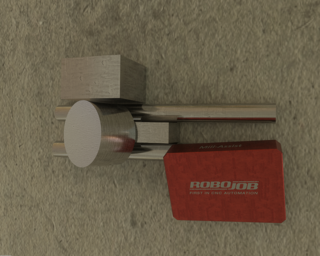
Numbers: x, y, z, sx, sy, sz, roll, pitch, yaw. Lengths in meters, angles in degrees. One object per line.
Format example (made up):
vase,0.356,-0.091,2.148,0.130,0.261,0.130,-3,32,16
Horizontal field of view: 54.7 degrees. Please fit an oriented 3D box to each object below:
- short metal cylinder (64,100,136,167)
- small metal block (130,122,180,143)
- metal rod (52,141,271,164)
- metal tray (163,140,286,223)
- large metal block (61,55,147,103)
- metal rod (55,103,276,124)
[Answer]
short metal cylinder,-0.076,0.007,0.385,0.080,0.050,0.080,-2,87,43
small metal block,-0.005,0.005,0.397,0.050,0.050,0.025,1,91,19
metal rod,-0.011,0.031,0.413,0.301,0.025,0.025,0,90,19
metal tray,0.076,0.064,0.365,0.130,0.030,0.089,-4,106,18
large metal block,-0.070,-0.060,0.405,0.080,0.080,0.050,1,91,19
metal rod,-0.006,-0.020,0.412,0.301,0.025,0.025,1,90,19
